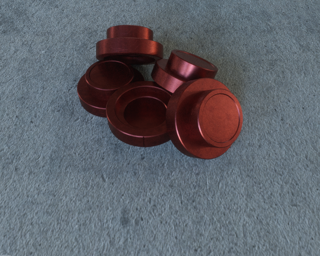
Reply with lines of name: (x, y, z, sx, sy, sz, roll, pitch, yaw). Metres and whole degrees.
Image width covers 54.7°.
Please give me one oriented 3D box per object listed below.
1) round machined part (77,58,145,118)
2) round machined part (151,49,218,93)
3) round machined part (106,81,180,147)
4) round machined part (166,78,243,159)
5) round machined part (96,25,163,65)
round machined part: (-0.070, -0.063, 0.448, 0.099, 0.042, 0.098, 0, 50, 0)
round machined part: (0.041, -0.076, 0.430, 0.099, 0.042, 0.098, 19, 25, -9)
round machined part: (-0.018, -0.014, 0.405, 0.099, 0.042, 0.098, 0, 50, 0)
round machined part: (0.059, -0.011, 0.368, 0.099, 0.098, 0.042, -36, 18, -26)
round machined part: (-0.044, -0.122, 0.458, 0.099, 0.098, 0.042, 1, 92, 0)
